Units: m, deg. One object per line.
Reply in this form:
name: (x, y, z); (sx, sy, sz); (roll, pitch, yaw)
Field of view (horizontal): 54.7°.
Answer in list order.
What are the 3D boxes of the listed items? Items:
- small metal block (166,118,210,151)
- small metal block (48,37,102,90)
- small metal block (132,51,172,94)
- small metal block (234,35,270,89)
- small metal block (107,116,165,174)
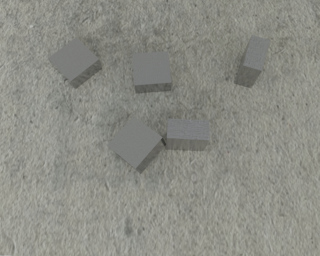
small metal block: (0.034, 0.010, 0.392); (0.050, 0.050, 0.025); (3, 70, 0)
small metal block: (-0.120, -0.092, 0.440); (0.050, 0.025, 0.050); (-42, 76, -14)
small metal block: (-0.012, -0.078, 0.437); (0.050, 0.025, 0.050); (-5, 70, -2)
small metal block: (0.127, -0.091, 0.430); (0.025, 0.050, 0.050); (18, 71, 6)
small metal block: (-0.029, 0.021, 0.393); (0.050, 0.025, 0.050); (36, 77, 23)
